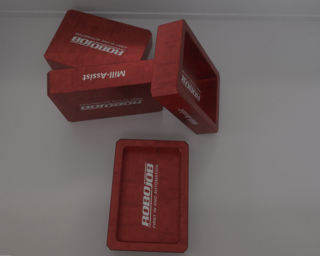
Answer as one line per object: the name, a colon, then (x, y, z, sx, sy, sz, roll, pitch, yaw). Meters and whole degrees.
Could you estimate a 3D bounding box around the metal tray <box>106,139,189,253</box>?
metal tray: (-0.012, 0.080, 0.377, 0.091, 0.030, 0.130, 2, 70, 0)

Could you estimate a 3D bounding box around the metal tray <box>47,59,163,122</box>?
metal tray: (-0.062, -0.044, 0.390, 0.131, 0.090, 0.030, -7, 71, -3)

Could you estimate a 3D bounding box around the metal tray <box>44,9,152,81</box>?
metal tray: (-0.086, -0.113, 0.447, 0.131, 0.030, 0.090, 17, 71, 6)

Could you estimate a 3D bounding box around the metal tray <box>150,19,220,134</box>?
metal tray: (0.037, -0.055, 0.374, 0.030, 0.130, 0.090, -5, 68, 28)
